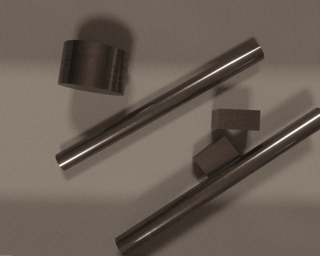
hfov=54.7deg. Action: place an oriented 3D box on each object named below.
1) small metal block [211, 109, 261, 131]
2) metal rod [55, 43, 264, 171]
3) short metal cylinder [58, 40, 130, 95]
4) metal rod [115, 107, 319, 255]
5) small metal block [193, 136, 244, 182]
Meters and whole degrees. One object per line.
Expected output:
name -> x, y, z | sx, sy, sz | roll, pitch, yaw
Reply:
small metal block -> 0.096, -0.010, 0.400 | 0.050, 0.050, 0.025 | 2, 90, -1
metal rod -> 0.000, -0.028, 0.411 | 0.301, 0.025, 0.025 | -29, 90, -1
short metal cylinder -> -0.081, -0.072, 0.383 | 0.081, 0.080, 0.050 | 9, 90, -1
metal rod -> 0.077, 0.066, 0.387 | 0.301, 0.025, 0.025 | -33, 90, -1
small metal block -> 0.080, 0.045, 0.413 | 0.050, 0.025, 0.050 | -38, 91, -1
